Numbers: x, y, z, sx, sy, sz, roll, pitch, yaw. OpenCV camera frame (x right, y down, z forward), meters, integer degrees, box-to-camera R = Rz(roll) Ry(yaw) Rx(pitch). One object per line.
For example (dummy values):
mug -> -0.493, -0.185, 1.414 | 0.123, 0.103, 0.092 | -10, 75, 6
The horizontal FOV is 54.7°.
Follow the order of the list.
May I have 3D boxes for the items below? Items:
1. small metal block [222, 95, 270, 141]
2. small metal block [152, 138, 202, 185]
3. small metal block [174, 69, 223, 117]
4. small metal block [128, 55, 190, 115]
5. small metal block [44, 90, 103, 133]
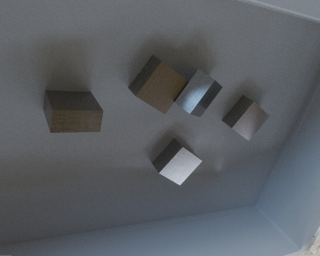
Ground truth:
small metal block -> 0.132, -0.015, 0.474 | 0.050, 0.025, 0.050 | 31, 101, -38
small metal block -> 0.026, 0.050, 0.456 | 0.050, 0.025, 0.050 | -49, 129, 6
small metal block -> 0.051, -0.043, 0.397 | 0.050, 0.025, 0.050 | -54, 161, 10
small metal block -> -0.001, -0.052, 0.377 | 0.050, 0.025, 0.050 | 31, 101, -38
small metal block -> -0.094, -0.018, 0.331 | 0.050, 0.050, 0.025 | -1, 119, -29
